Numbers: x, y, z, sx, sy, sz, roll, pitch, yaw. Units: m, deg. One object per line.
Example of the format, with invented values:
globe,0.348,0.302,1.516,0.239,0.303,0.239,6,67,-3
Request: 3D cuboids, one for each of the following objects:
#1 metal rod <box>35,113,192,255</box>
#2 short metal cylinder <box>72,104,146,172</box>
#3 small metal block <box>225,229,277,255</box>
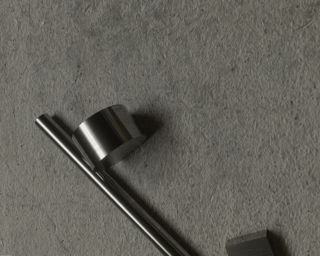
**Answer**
metal rod,-0.070,0.083,0.433,0.300,0.025,0.025,41,103,15
short metal cylinder,-0.065,0.014,0.403,0.080,0.080,0.050,-39,78,16
small metal block,0.112,0.156,0.369,0.050,0.025,0.050,-22,83,18
